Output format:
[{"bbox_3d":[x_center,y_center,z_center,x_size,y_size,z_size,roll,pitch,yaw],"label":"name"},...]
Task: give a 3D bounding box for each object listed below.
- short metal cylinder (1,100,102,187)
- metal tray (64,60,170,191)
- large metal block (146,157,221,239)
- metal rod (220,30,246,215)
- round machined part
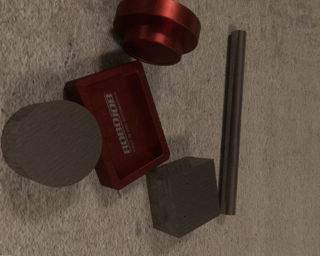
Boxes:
[{"bbox_3d":[-0.105,0.014,0.302,0.081,0.050,0.079,0,90,-40],"label":"short metal cylinder"},{"bbox_3d":[-0.045,-0.005,0.365,0.091,0.030,0.129,-28,108,-37],"label":"metal tray"},{"bbox_3d":[0.032,0.088,0.418,0.081,0.050,0.079,-14,99,-39],"label":"large metal block"},{"bbox_3d":[0.120,-0.011,0.508,0.025,0.025,0.298,7,85,-40],"label":"metal rod"},{"bbox_3d":[-0.006,-0.104,0.354,0.099,0.098,0.042,20,78,-39],"label":"round machined part"}]
